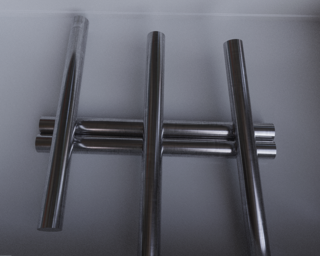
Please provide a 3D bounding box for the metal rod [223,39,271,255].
[{"bbox_3d":[0.105,0.036,0.373,0.025,0.025,0.298,-4,78,-2],"label":"metal rod"}]

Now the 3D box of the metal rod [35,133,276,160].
[{"bbox_3d":[-0.005,0.024,0.400,0.302,0.025,0.025,2,70,0],"label":"metal rod"}]

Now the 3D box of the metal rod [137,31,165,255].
[{"bbox_3d":[-0.009,0.014,0.377,0.025,0.025,0.299,1,70,0],"label":"metal rod"}]

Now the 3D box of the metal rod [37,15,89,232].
[{"bbox_3d":[-0.116,-0.026,0.391,0.025,0.025,0.299,-1,62,-1],"label":"metal rod"}]

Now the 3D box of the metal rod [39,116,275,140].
[{"bbox_3d":[-0.004,0.001,0.408,0.302,0.025,0.025,2,70,0],"label":"metal rod"}]
